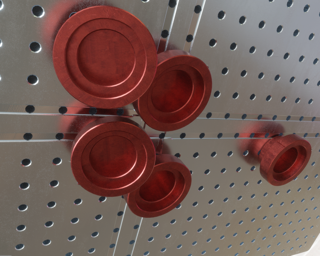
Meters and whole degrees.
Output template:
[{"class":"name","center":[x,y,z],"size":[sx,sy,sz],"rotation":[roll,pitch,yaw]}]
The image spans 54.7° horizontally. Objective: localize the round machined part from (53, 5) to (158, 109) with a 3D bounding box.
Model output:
[{"class":"round machined part","center":[-0.054,-0.072,0.314],"size":[0.099,0.042,0.097],"rotation":[-3,111,-8]}]

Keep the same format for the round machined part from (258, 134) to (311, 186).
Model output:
[{"class":"round machined part","center":[0.218,0.052,0.555],"size":[0.099,0.042,0.097],"rotation":[-14,125,-21]}]

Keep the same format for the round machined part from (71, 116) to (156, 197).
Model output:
[{"class":"round machined part","center":[-0.058,0.031,0.379],"size":[0.099,0.042,0.097],"rotation":[-5,111,-14]}]

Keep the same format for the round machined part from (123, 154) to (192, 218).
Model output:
[{"class":"round machined part","center":[-0.007,0.078,0.446],"size":[0.099,0.042,0.097],"rotation":[-14,124,-21]}]

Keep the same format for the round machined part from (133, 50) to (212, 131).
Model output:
[{"class":"round machined part","center":[0.011,-0.048,0.377],"size":[0.099,0.042,0.097],"rotation":[-15,126,-22]}]
